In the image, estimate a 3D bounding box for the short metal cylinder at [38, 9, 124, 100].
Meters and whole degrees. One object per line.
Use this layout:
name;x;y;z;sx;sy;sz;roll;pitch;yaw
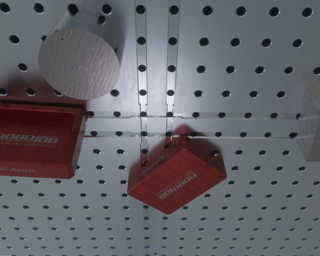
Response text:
short metal cylinder;-0.080;-0.077;0.329;0.081;0.050;0.079;0;130;0

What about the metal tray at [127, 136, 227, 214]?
metal tray;0.024;0.077;0.474;0.090;0.030;0.130;34;122;-26

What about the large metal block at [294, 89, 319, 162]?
large metal block;0.227;-0.005;0.393;0.080;0.050;0.080;-4;130;3

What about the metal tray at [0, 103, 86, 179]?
metal tray;-0.164;0.013;0.376;0.131;0.090;0.030;4;138;-4
